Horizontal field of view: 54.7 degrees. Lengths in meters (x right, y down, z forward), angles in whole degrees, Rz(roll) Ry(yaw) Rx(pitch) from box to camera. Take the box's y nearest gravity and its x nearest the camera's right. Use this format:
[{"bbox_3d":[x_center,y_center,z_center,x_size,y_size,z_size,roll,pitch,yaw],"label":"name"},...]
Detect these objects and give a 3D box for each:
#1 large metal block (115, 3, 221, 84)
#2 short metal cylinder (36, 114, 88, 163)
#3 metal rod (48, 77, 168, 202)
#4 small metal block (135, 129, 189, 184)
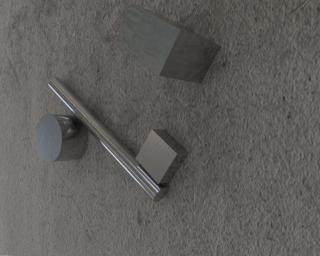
[{"bbox_3d":[0.009,-0.097,0.361,0.080,0.081,0.050,40,115,32],"label":"large metal block"},{"bbox_3d":[-0.167,0.017,0.527,0.080,0.050,0.080,0,90,40],"label":"short metal cylinder"},{"bbox_3d":[-0.095,0.003,0.482,0.300,0.025,0.025,41,115,32],"label":"metal rod"},{"bbox_3d":[0.002,0.036,0.404,0.050,0.025,0.050,44,116,31],"label":"small metal block"}]
